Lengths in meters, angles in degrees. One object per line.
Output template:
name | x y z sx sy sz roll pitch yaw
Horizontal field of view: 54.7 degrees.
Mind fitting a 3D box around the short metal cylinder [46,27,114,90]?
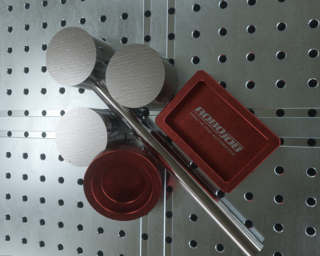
short metal cylinder | -0.112 -0.096 0.439 0.080 0.050 0.080 0 90 20

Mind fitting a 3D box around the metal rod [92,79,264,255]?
metal rod | 0.014 0.043 0.408 0.300 0.025 0.025 46 104 14

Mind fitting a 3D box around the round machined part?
round machined part | -0.047 0.068 0.409 0.099 0.042 0.097 0 105 1

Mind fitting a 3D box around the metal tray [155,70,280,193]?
metal tray | 0.069 0.003 0.384 0.130 0.030 0.090 45 104 14

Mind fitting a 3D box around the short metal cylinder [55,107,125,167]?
short metal cylinder | -0.097 0.012 0.433 0.080 0.050 0.080 0 90 20

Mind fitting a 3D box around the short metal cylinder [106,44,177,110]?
short metal cylinder | -0.023 -0.065 0.407 0.080 0.050 0.080 0 90 20
